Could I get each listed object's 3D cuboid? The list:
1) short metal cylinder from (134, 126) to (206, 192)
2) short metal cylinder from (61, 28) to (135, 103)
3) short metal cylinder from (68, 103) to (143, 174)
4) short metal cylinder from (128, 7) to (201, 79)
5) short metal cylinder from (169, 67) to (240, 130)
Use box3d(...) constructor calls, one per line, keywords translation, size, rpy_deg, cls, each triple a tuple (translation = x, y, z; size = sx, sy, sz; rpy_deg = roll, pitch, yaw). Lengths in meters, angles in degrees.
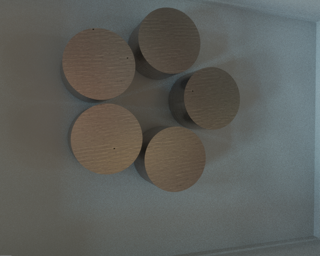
box3d(translation=(0.011, 0.038, 0.399), size=(0.081, 0.050, 0.080), rpy_deg=(0, 90, -20), cls="short metal cylinder")
box3d(translation=(-0.075, -0.071, 0.367), size=(0.081, 0.050, 0.080), rpy_deg=(0, 90, -20), cls="short metal cylinder")
box3d(translation=(-0.067, 0.012, 0.370), size=(0.081, 0.050, 0.080), rpy_deg=(0, 90, -20), cls="short metal cylinder")
box3d(translation=(0.004, -0.105, 0.396), size=(0.081, 0.050, 0.080), rpy_deg=(0, 90, -20), cls="short metal cylinder")
box3d(translation=(0.059, -0.038, 0.416), size=(0.081, 0.050, 0.080), rpy_deg=(0, 90, -20), cls="short metal cylinder")
